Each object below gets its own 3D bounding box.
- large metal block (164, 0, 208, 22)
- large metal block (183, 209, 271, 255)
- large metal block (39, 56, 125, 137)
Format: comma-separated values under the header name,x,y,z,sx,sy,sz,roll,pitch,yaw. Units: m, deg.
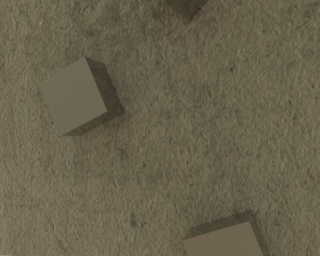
name,x,y,z,sx,sy,sz,roll,pitch,yaw
large metal block,0.014,-0.184,0.374,0.080,0.080,0.050,45,104,14
large metal block,0.084,0.152,0.366,0.080,0.050,0.080,-23,83,18
large metal block,-0.108,-0.041,0.432,0.080,0.050,0.080,-26,82,18
